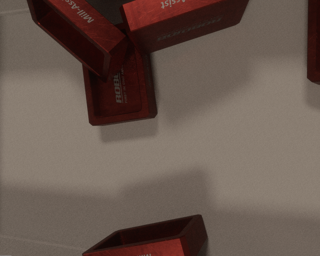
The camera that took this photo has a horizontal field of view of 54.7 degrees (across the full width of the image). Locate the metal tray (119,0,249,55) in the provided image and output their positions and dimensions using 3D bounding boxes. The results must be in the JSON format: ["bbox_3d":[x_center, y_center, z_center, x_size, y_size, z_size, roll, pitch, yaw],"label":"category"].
[{"bbox_3d":[0.029,-0.127,0.349,0.131,0.090,0.030,-17,87,5],"label":"metal tray"}]

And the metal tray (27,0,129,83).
[{"bbox_3d":[-0.102,-0.121,0.378,0.130,0.090,0.030,41,72,-2],"label":"metal tray"}]

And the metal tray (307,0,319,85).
[{"bbox_3d":[0.205,-0.113,0.319,0.090,0.030,0.129,1,90,41],"label":"metal tray"}]

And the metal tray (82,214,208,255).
[{"bbox_3d":[-0.015,0.144,0.380,0.130,0.090,0.030,-17,85,19],"label":"metal tray"}]

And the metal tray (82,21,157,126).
[{"bbox_3d":[-0.058,-0.072,0.427,0.090,0.030,0.129,-8,87,19],"label":"metal tray"}]
